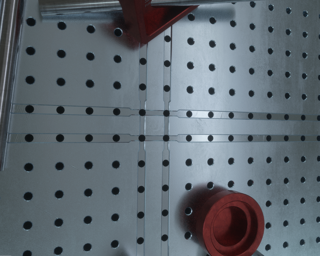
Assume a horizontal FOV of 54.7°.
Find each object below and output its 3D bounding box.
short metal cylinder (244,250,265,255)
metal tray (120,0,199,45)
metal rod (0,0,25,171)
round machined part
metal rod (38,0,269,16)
[{"bbox_3d":[0.134,0.221,0.442,0.081,0.050,0.079,-7,106,-25],"label":"short metal cylinder"},{"bbox_3d":[0.012,-0.175,0.383,0.130,0.090,0.030,-40,66,-16],"label":"metal tray"},{"bbox_3d":[-0.172,-0.102,0.349,0.025,0.025,0.298,7,88,-20],"label":"metal rod"},{"bbox_3d":[0.095,0.137,0.441,0.099,0.042,0.097,0,90,-21],"label":"round machined part"},{"bbox_3d":[0.006,-0.167,0.394,0.302,0.025,0.025,-9,93,-13],"label":"metal rod"}]
